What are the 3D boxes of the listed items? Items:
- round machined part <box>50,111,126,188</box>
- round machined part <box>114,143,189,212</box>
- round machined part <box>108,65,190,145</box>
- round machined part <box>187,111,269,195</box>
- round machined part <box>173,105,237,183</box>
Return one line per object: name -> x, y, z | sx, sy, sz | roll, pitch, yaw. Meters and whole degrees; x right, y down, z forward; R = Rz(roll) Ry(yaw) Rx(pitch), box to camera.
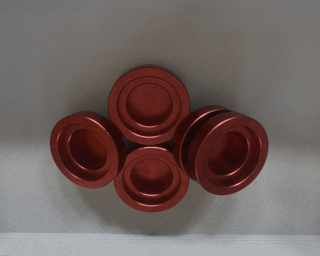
round machined part -> -0.087, 0.024, 0.398 | 0.098, 0.042, 0.097 | 7, 111, 19
round machined part -> -0.011, 0.062, 0.422 | 0.099, 0.042, 0.097 | 0, 110, 0
round machined part -> -0.013, -0.031, 0.388 | 0.099, 0.042, 0.097 | 0, 110, 0
round machined part -> 0.076, 0.027, 0.370 | 0.099, 0.042, 0.097 | -8, 112, -21
round machined part -> 0.061, 0.017, 0.396 | 0.099, 0.042, 0.097 | -8, 111, -21
